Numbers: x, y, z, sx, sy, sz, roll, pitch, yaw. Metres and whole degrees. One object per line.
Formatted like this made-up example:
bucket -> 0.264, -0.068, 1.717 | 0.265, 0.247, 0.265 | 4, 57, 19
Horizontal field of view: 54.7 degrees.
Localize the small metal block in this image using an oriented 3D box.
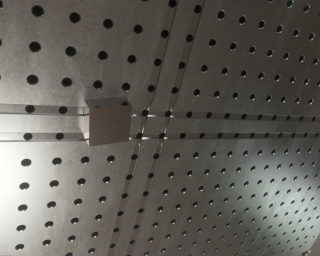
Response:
small metal block -> -0.063, -0.008, 0.373 | 0.050, 0.025, 0.050 | -7, 122, -25
